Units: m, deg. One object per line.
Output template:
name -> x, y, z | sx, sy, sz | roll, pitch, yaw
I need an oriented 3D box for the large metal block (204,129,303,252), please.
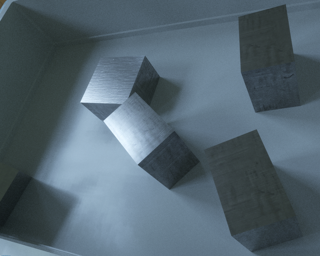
large metal block -> 0.087, 0.061, 0.287 | 0.050, 0.080, 0.080 | -23, 53, 14

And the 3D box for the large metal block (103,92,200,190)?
large metal block -> -0.009, 0.016, 0.365 | 0.050, 0.080, 0.080 | -43, 51, -1

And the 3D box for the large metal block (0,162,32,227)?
large metal block -> -0.229, 0.089, 0.427 | 0.050, 0.080, 0.080 | 26, 72, -3

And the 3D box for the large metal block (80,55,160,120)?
large metal block -> -0.056, -0.057, 0.455 | 0.080, 0.050, 0.080 | 4, 64, 30

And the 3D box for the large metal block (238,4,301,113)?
large metal block -> 0.124, -0.075, 0.351 | 0.050, 0.080, 0.080 | -8, 58, 24
